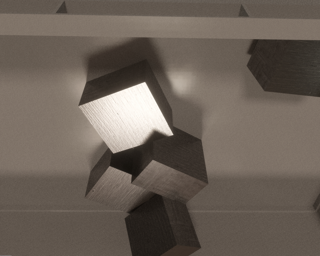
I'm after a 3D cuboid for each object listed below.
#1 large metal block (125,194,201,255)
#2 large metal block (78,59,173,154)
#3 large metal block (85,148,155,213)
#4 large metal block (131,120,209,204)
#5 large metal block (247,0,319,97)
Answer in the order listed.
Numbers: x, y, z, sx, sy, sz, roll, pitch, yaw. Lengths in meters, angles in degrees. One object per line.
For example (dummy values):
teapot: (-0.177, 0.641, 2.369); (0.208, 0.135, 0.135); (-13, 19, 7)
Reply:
large metal block: (0.001, 0.150, 0.445); (0.050, 0.080, 0.080); (26, 122, -40)
large metal block: (-0.037, -0.024, 0.372); (0.080, 0.050, 0.080); (-18, 128, 14)
large metal block: (-0.053, 0.075, 0.456); (0.080, 0.050, 0.080); (26, 125, -21)
large metal block: (0.012, 0.043, 0.410); (0.080, 0.080, 0.050); (26, 125, -21)
large metal block: (0.150, -0.081, 0.318); (0.081, 0.050, 0.079); (4, 131, -16)
